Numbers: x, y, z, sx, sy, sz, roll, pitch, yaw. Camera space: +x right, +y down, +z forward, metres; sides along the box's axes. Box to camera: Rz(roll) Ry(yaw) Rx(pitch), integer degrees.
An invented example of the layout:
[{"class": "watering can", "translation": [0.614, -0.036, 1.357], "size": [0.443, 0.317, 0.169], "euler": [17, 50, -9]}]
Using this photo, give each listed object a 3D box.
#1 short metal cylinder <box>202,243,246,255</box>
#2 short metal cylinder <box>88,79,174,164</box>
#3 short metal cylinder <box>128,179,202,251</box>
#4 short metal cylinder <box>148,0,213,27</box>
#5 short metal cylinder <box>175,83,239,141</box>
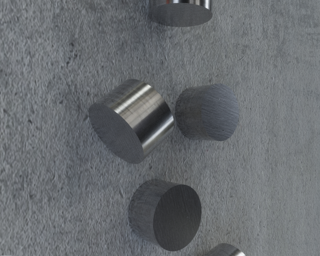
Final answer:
[{"class": "short metal cylinder", "translation": [0.091, 0.216, 0.446], "size": [0.050, 0.080, 0.079], "euler": [-18, 102, -39]}, {"class": "short metal cylinder", "translation": [-0.032, -0.007, 0.342], "size": [0.050, 0.080, 0.080], "euler": [-43, 116, -31]}, {"class": "short metal cylinder", "translation": [0.007, 0.108, 0.394], "size": [0.081, 0.050, 0.080], "euler": [0, 90, -40]}, {"class": "short metal cylinder", "translation": [0.026, -0.166, 0.390], "size": [0.081, 0.080, 0.050], "euler": [2, 89, -40]}, {"class": "short metal cylinder", "translation": [0.068, -0.022, 0.445], "size": [0.081, 0.050, 0.080], "euler": [0, 90, -40]}]
